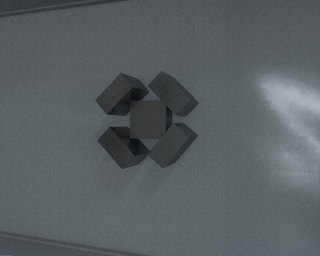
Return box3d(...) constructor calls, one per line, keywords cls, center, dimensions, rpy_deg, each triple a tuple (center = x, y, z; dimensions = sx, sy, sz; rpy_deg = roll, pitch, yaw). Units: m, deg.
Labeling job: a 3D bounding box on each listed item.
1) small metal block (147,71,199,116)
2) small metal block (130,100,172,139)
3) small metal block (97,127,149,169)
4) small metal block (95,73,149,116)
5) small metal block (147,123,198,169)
box3d(cls="small metal block", center=(0.018, -0.042, 0.388), dimensions=(0.025, 0.050, 0.050), rpy_deg=(-46, 77, 13))
box3d(cls="small metal block", center=(-0.012, -0.011, 0.412), dimensions=(0.050, 0.025, 0.050), rpy_deg=(1, 90, 20))
box3d(cls="small metal block", center=(-0.047, 0.025, 0.412), dimensions=(0.050, 0.050, 0.025), rpy_deg=(47, 105, 14))
box3d(cls="small metal block", center=(-0.049, -0.043, 0.412), dimensions=(0.050, 0.050, 0.025), rpy_deg=(-44, 76, 15))
box3d(cls="small metal block", center=(0.017, 0.021, 0.388), dimensions=(0.025, 0.050, 0.050), rpy_deg=(42, 102, 14))
